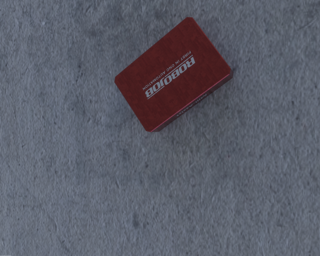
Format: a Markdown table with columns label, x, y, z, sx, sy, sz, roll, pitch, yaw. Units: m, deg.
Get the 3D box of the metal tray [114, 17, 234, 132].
| label | x | y | z | sx | sy | sz | roll | pitch | yaw |
| --- | --- | --- | --- | --- | --- | --- | --- | --- | --- |
| metal tray | 0.016 | -0.066 | 0.401 | 0.130 | 0.030 | 0.090 | -36 | 79 | 16 |
